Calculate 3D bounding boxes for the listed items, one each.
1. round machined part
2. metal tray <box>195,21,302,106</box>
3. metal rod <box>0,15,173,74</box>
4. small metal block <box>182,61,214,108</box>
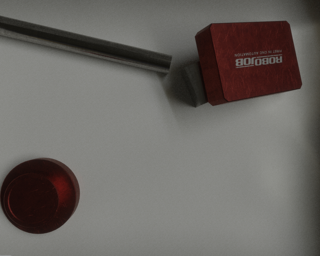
[{"bbox_3d":[-0.158,0.089,0.401,0.099,0.042,0.097,0,90,-1],"label":"round machined part"},{"bbox_3d":[0.113,-0.082,0.383,0.131,0.030,0.089,-12,90,-27],"label":"metal tray"},{"bbox_3d":[-0.133,-0.118,0.409,0.302,0.025,0.025,13,90,-1],"label":"metal rod"},{"bbox_3d":[0.051,-0.055,0.400,0.025,0.050,0.050,-23,90,0],"label":"small metal block"}]
